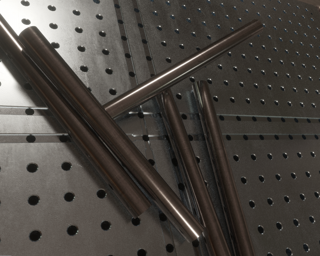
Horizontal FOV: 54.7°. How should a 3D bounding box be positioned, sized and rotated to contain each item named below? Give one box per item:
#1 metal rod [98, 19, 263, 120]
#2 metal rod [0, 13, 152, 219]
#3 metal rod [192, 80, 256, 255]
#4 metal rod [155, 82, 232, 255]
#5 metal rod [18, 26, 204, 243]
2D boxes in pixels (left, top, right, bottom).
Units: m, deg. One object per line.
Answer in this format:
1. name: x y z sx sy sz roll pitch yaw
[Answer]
1. metal rod: 0.041 -0.088 0.439 0.302 0.025 0.025 -33 81 -24
2. metal rod: -0.113 -0.022 0.361 0.025 0.025 0.300 -34 81 -38
3. metal rod: 0.086 0.064 0.417 0.025 0.025 0.299 4 60 -27
4. metal rod: 0.045 0.071 0.390 0.025 0.025 0.299 -4 64 -31
5. metal rod: -0.055 0.008 0.355 0.300 0.025 0.025 50 51 -1
